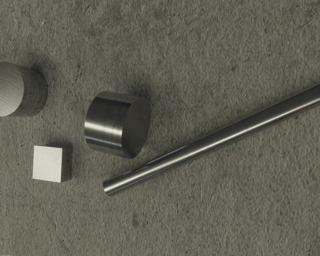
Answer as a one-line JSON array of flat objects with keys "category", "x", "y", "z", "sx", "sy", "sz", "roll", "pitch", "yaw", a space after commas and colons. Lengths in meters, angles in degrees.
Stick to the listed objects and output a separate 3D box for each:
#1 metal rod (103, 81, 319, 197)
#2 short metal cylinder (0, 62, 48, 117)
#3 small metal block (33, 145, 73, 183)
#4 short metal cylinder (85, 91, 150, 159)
[{"category": "metal rod", "x": 0.057, "y": 0.021, "z": 0.388, "sx": 0.300, "sy": 0.025, "sz": 0.025, "roll": -26, "pitch": 82, "yaw": 18}, {"category": "short metal cylinder", "x": -0.221, "y": -0.057, "z": 0.474, "sx": 0.080, "sy": 0.050, "sz": 0.079, "roll": 0, "pitch": 90, "yaw": 20}, {"category": "small metal block", "x": -0.161, "y": 0.052, "z": 0.466, "sx": 0.050, "sy": 0.025, "sz": 0.050, "roll": 4, "pitch": 91, "yaw": 20}, {"category": "short metal cylinder", "x": -0.052, "y": -0.005, "z": 0.398, "sx": 0.050, "sy": 0.080, "sz": 0.079, "roll": 12, "pitch": 94, "yaw": 20}]
